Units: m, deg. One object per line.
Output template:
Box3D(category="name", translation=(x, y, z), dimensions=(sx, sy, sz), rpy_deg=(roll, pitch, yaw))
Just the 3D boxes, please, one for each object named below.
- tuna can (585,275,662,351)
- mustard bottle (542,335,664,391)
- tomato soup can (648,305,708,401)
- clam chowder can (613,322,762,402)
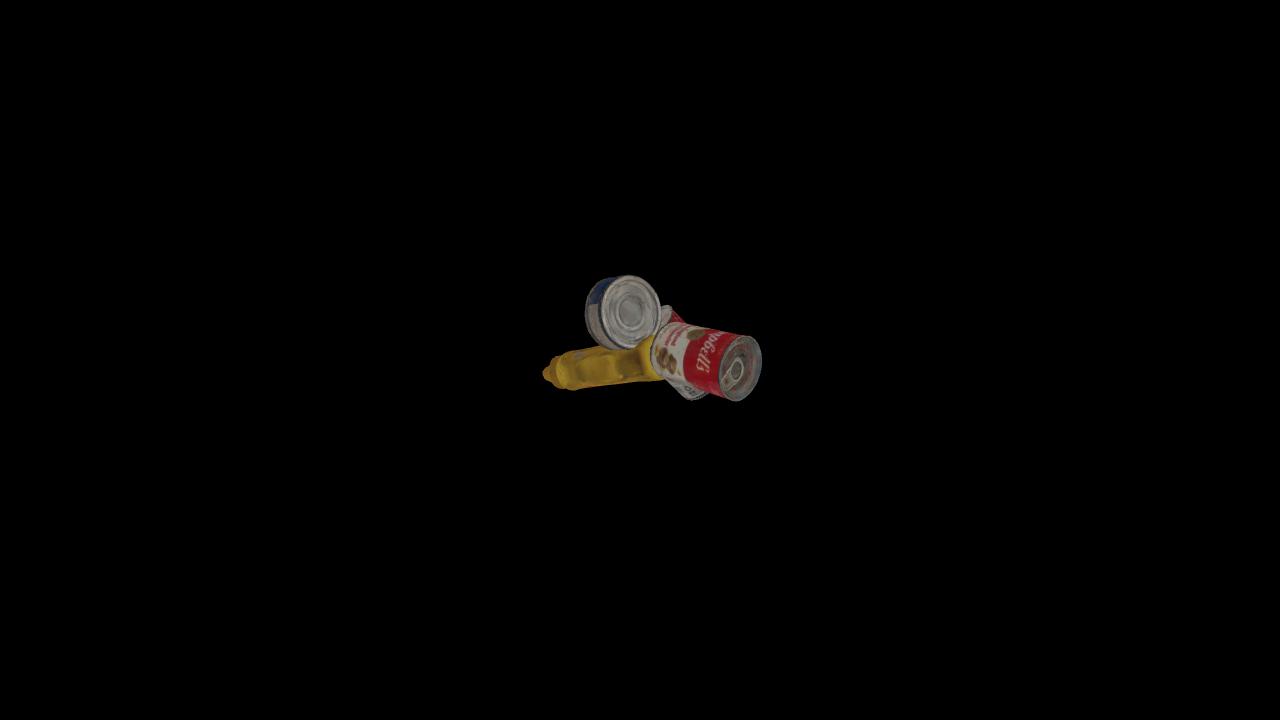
Box3D(category="tuna can", translation=(-0.017, -0.052, 0.681), dimensions=(0.084, 0.084, 0.034), rpy_deg=(0, -1, -35))
Box3D(category="mustard bottle", translation=(-0.046, 0.006, 0.743), dimensions=(0.184, 0.054, 0.092), rpy_deg=(-9, 11, 34))
Box3D(category="tomato soup can", translation=(0.046, -0.007, 0.733), dimensions=(0.101, 0.068, 0.068), rpy_deg=(43, -20, -22))
Box3D(category="clam chowder can", translation=(0.068, -0.001, 0.651), dimensions=(0.068, 0.068, 0.102), rpy_deg=(0, 11, -43))
